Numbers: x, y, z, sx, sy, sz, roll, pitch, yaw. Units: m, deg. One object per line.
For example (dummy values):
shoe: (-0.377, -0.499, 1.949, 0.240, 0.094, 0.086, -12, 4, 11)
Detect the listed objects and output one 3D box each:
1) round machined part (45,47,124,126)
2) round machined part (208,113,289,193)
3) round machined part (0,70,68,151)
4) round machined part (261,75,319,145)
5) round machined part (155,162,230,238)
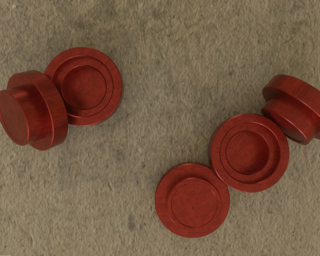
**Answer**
round machined part: (-0.096, -0.051, 0.400, 0.099, 0.042, 0.097, 0, 90, -1)
round machined part: (0.110, 0.031, 0.401, 0.099, 0.042, 0.097, 0, 87, -3)
round machined part: (-0.158, -0.017, 0.372, 0.098, 0.042, 0.097, 18, 120, 34)
round machined part: (0.164, -0.016, 0.376, 0.098, 0.098, 0.042, 42, 90, -1)
round machined part: (0.042, 0.095, 0.402, 0.099, 0.042, 0.097, 0, 90, -1)
